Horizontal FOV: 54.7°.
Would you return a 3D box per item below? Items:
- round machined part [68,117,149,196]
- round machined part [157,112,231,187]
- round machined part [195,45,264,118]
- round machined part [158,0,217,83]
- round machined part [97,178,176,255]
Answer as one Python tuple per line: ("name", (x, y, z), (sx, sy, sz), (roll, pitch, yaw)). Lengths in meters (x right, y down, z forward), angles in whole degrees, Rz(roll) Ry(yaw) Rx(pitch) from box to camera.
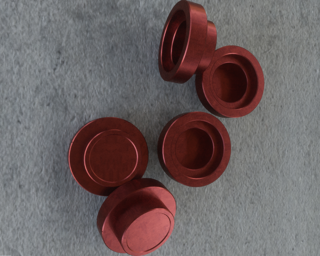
("round machined part", (-0.060, 0.035, 0.378), (0.099, 0.042, 0.097), (0, 90, -21))
("round machined part", (0.042, 0.027, 0.417), (0.099, 0.042, 0.097), (0, 90, -21))
("round machined part", (0.093, -0.063, 0.436), (0.099, 0.042, 0.097), (0, 90, -21))
("round machined part", (0.035, -0.103, 0.384), (0.042, 0.098, 0.097), (7, 88, -20))
("round machined part", (-0.022, 0.113, 0.373), (0.099, 0.042, 0.097), (-14, 121, -25))
